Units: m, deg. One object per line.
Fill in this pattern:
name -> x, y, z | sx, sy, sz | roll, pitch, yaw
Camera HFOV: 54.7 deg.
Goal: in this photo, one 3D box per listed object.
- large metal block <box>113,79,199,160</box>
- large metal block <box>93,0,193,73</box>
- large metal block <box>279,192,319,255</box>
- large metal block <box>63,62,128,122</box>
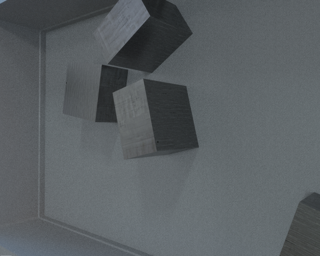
large metal block -> -0.004, -0.009, 0.372 | 0.050, 0.081, 0.080 | -18, 79, 38
large metal block -> -0.021, -0.118, 0.386 | 0.080, 0.081, 0.050 | -39, 67, 33
large metal block -> 0.153, 0.112, 0.264 | 0.080, 0.050, 0.079 | 23, 105, 37
large metal block -> -0.099, -0.054, 0.470 | 0.080, 0.050, 0.079 | 13, 98, 39
